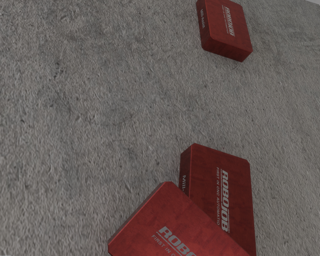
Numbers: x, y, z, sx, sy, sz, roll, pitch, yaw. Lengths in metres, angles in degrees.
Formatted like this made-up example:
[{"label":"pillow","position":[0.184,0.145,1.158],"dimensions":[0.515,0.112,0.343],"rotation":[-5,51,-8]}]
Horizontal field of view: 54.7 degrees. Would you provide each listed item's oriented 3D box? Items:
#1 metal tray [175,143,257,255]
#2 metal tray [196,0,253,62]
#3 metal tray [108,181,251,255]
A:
[{"label":"metal tray","position":[0.069,0.091,0.382],"dimensions":[0.091,0.030,0.130],"rotation":[19,54,-18]},{"label":"metal tray","position":[0.119,-0.191,0.581],"dimensions":[0.091,0.030,0.130],"rotation":[12,57,-22]},{"label":"metal tray","position":[0.023,0.129,0.313],"dimensions":[0.130,0.030,0.090],"rotation":[43,73,1]}]
